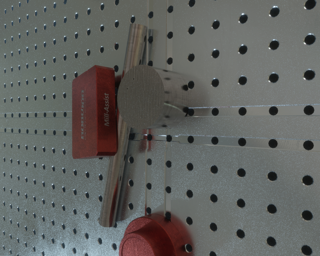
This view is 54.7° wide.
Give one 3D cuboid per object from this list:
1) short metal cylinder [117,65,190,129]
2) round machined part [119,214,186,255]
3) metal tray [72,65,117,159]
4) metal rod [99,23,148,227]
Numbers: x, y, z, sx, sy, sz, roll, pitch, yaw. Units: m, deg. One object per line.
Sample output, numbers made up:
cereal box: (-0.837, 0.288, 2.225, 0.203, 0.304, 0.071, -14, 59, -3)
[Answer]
short metal cylinder: (-0.009, -0.038, 0.401, 0.080, 0.050, 0.080, 0, 90, 40)
round machined part: (-0.017, 0.168, 0.412, 0.098, 0.042, 0.097, 0, 90, 40)
metal tray: (-0.102, -0.020, 0.472, 0.090, 0.030, 0.129, -13, 77, 52)
metal rod: (-0.056, 0.002, 0.455, 0.025, 0.025, 0.298, 17, 101, 39)
